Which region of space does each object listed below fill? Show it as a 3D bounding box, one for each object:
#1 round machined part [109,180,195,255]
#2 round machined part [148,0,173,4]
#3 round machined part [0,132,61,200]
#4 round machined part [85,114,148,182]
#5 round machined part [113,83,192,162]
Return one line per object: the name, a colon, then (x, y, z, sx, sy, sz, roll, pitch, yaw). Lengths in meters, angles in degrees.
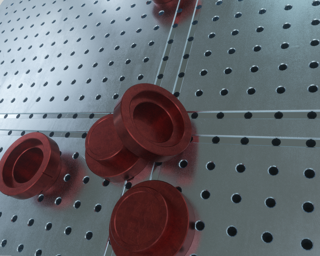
round machined part: (-0.015, 0.103, 0.341, 0.098, 0.042, 0.098, -13, 56, 20)
round machined part: (0.007, -0.263, 0.553, 0.098, 0.042, 0.098, -13, 56, 20)
round machined part: (-0.187, 0.058, 0.457, 0.098, 0.042, 0.098, -13, 56, 20)
round machined part: (-0.060, 0.020, 0.415, 0.098, 0.042, 0.098, -13, 56, 20)
round machined part: (-0.013, -0.003, 0.380, 0.042, 0.099, 0.098, -41, 41, 46)
